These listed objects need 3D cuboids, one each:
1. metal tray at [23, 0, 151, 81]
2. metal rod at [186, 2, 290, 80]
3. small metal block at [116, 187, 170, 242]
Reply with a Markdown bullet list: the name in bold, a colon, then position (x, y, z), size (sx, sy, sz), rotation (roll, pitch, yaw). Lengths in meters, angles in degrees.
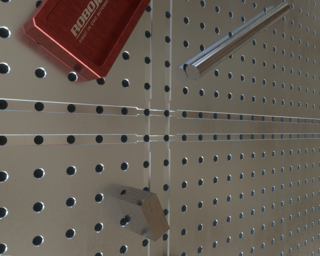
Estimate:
- **metal tray**: position (-0.073, -0.130, 0.343), size (0.090, 0.030, 0.130), rotation (39, 66, -33)
- **metal rod**: position (0.146, -0.158, 0.531), size (0.302, 0.025, 0.025), rotation (-38, 114, -33)
- **small metal block**: position (-0.021, 0.103, 0.376), size (0.025, 0.050, 0.050), rotation (-32, 110, -35)
